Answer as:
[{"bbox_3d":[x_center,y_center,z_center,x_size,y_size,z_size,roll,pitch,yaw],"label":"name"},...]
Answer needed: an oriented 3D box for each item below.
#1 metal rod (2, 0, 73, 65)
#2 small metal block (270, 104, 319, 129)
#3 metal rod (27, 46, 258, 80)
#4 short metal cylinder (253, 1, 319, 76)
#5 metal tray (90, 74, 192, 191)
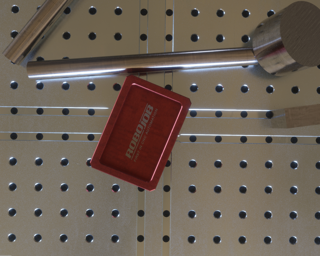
[{"bbox_3d":[-0.103,-0.207,0.411,0.025,0.025,0.300,39,90,-1],"label":"metal rod"},{"bbox_3d":[0.179,-0.015,0.403,0.050,0.050,0.025,-7,90,0],"label":"small metal block"},{"bbox_3d":[-0.021,-0.086,0.413,0.302,0.025,0.025,-4,90,-1],"label":"metal rod"},{"bbox_3d":[0.166,-0.110,0.391,0.081,0.050,0.080,2,85,-20],"label":"short metal cylinder"},{"bbox_3d":[-0.025,0.006,0.410,0.090,0.030,0.129,23,90,-1],"label":"metal tray"}]
